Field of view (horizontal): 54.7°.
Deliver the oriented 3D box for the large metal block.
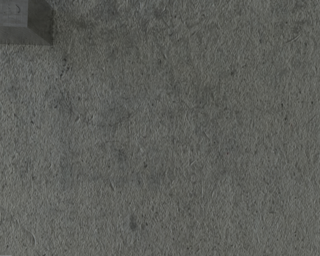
[{"bbox_3d":[-0.185,-0.138,0.381,0.081,0.080,0.050,2,90,0],"label":"large metal block"}]
